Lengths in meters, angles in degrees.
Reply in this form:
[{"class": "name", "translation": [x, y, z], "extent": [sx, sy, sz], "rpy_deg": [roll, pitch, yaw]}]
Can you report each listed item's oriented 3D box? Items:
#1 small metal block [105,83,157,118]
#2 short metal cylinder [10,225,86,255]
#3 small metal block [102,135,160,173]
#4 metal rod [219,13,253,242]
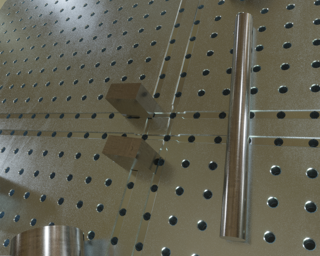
[{"class": "small metal block", "translation": [-0.040, -0.038, 0.437], "extent": [0.050, 0.050, 0.025], "rpy_deg": [3, 64, 30]}, {"class": "short metal cylinder", "translation": [-0.125, 0.149, 0.347], "extent": [0.080, 0.080, 0.050], "rpy_deg": [-25, 53, 13]}, {"class": "small metal block", "translation": [-0.035, 0.033, 0.391], "extent": [0.050, 0.050, 0.025], "rpy_deg": [5, 65, 30]}, {"class": "metal rod", "translation": [0.095, -0.022, 0.371], "extent": [0.025, 0.025, 0.300], "rpy_deg": [-4, 60, 26]}]
